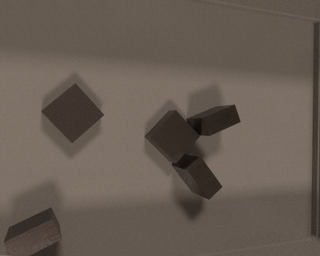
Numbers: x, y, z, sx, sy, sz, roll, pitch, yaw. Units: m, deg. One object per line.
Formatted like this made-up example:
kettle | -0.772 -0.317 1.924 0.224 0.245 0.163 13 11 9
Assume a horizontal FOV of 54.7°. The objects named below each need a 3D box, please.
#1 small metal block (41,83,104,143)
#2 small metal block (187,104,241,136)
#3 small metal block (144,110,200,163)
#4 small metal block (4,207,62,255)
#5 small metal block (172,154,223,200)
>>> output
small metal block | -0.105 -0.017 0.372 0.050 0.025 0.050 -44 104 -15
small metal block | 0.073 -0.011 0.425 0.050 0.050 0.025 -23 98 -19
small metal block | 0.017 0.011 0.418 0.050 0.025 0.050 46 75 -15
small metal block | -0.140 0.117 0.346 0.050 0.050 0.025 -24 99 -19
small metal block | 0.049 0.064 0.417 0.025 0.050 0.050 -40 103 -16
